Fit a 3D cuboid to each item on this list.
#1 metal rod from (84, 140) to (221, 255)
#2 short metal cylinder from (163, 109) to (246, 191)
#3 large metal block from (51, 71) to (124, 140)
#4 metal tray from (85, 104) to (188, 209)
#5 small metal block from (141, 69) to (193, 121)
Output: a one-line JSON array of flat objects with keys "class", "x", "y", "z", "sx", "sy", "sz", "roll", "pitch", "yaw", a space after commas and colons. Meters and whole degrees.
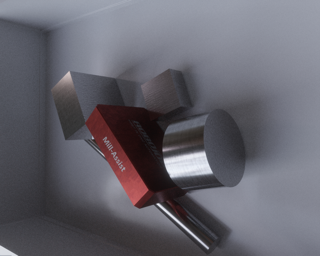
[{"class": "metal rod", "x": -0.040, "y": 0.062, "z": 0.436, "sx": 0.300, "sy": 0.025, "sz": 0.025, "roll": 35, "pitch": 112, "yaw": 34}, {"class": "short metal cylinder", "x": 0.048, "y": 0.024, "z": 0.328, "sx": 0.050, "sy": 0.081, "sz": 0.080, "roll": -15, "pitch": 81, "yaw": 40}, {"class": "large metal block", "x": -0.099, "y": -0.030, "z": 0.448, "sx": 0.050, "sy": 0.081, "sz": 0.080, "roll": -33, "pitch": 70, "yaw": 35}, {"class": "metal tray", "x": -0.022, "y": 0.028, "z": 0.378, "sx": 0.030, "sy": 0.091, "sz": 0.130, "roll": -51, "pitch": 61, "yaw": 27}, {"class": "small metal block", "x": 0.008, "y": -0.041, "z": 0.395, "sx": 0.050, "sy": 0.025, "sz": 0.050, "roll": -25, "pitch": 75, "yaw": 37}]
